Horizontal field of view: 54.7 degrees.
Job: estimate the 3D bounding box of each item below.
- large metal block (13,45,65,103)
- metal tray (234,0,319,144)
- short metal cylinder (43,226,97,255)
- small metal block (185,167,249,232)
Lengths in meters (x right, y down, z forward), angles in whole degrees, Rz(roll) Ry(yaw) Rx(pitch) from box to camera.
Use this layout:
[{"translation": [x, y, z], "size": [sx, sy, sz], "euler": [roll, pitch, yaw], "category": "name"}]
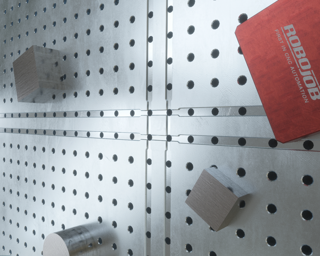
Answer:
[{"translation": [-0.229, -0.098, 0.582], "size": [0.080, 0.050, 0.080], "euler": [-20, 78, 38], "category": "large metal block"}, {"translation": [0.136, -0.060, 0.294], "size": [0.090, 0.030, 0.129], "euler": [-27, 73, 37], "category": "metal tray"}, {"translation": [-0.152, 0.210, 0.519], "size": [0.080, 0.050, 0.079], "euler": [0, 90, 40], "category": "short metal cylinder"}, {"translation": [0.064, 0.081, 0.357], "size": [0.050, 0.025, 0.050], "euler": [39, 114, 33], "category": "small metal block"}]
